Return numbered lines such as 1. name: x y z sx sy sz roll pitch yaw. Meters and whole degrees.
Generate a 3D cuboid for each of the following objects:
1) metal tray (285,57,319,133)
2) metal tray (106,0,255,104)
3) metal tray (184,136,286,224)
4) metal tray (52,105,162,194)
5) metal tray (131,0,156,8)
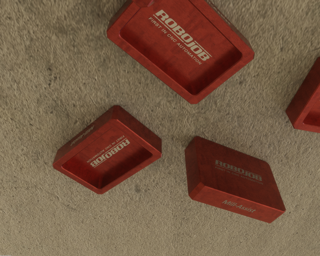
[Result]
1. metal tray: 0.236 -0.032 0.378 0.131 0.030 0.089 9 130 -8
2. metal tray: 0.023 -0.093 0.324 0.130 0.030 0.090 35 122 -27
3. metal tray: 0.100 0.070 0.424 0.131 0.090 0.030 20 127 -17
4. metal tray: -0.073 0.036 0.433 0.130 0.030 0.090 -35 122 25
5. metal tray: -0.032 -0.171 0.235 0.130 0.030 0.090 39 121 -11
